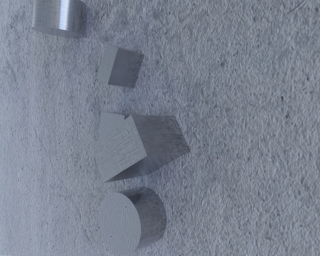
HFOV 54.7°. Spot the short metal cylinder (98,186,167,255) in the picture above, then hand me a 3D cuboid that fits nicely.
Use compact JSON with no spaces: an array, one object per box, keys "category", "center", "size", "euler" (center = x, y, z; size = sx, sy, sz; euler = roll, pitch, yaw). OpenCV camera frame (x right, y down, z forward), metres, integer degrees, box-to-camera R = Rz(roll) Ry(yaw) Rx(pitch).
[{"category":"short metal cylinder","center":[-0.038,0.123,0.418],"size":[0.080,0.050,0.079],"euler":[0,90,39]}]

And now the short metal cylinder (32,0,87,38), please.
[{"category":"short metal cylinder","center":[-0.162,-0.179,0.500],"size":[0.080,0.081,0.050],"euler":[12,98,39]}]

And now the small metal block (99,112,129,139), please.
[{"category":"small metal block","center":[-0.062,0.004,0.454],"size":[0.050,0.025,0.050],"euler":[10,96,39]}]

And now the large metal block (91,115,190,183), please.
[{"category":"large metal block","center":[-0.024,0.025,0.387],"size":[0.080,0.081,0.050],"euler":[-34,69,34]}]

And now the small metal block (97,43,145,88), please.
[{"category":"small metal block","center":[-0.054,-0.086,0.431],"size":[0.025,0.050,0.050],"euler":[30,109,36]}]
